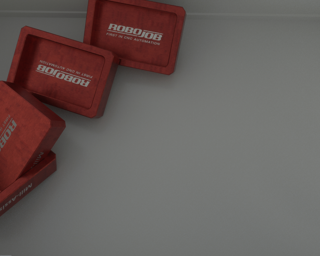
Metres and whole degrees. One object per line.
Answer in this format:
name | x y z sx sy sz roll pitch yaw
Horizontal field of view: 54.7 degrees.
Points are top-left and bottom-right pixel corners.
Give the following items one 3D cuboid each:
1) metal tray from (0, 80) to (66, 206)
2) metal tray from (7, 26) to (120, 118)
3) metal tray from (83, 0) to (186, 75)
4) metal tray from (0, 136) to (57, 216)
metal tray | -0.185 0.021 0.371 0.090 0.030 0.130 37 98 12
metal tray | -0.130 -0.074 0.415 0.131 0.030 0.089 18 94 6
metal tray | -0.036 -0.130 0.430 0.131 0.030 0.089 12 104 4
metal tray | -0.200 0.054 0.360 0.090 0.030 0.131 36 52 13
